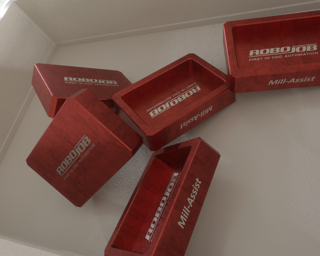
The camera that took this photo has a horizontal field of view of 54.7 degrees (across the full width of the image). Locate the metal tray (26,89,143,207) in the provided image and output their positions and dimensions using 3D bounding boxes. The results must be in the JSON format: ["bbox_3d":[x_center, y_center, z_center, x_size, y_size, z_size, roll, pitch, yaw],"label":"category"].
[{"bbox_3d":[-0.092,0.028,0.364,0.129,0.090,0.030,-45,5,33],"label":"metal tray"}]

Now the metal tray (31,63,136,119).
[{"bbox_3d":[-0.096,-0.050,0.425,0.090,0.131,0.030,49,128,40],"label":"metal tray"}]

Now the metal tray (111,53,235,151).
[{"bbox_3d":[0.018,-0.038,0.389,0.131,0.030,0.090,-31,50,-17],"label":"metal tray"}]

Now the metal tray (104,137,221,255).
[{"bbox_3d":[0.002,0.076,0.314,0.090,0.030,0.130,-22,35,54],"label":"metal tray"}]

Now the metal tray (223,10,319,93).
[{"bbox_3d":[0.144,-0.090,0.360,0.131,0.030,0.090,-4,58,8],"label":"metal tray"}]
